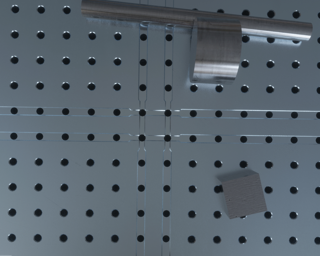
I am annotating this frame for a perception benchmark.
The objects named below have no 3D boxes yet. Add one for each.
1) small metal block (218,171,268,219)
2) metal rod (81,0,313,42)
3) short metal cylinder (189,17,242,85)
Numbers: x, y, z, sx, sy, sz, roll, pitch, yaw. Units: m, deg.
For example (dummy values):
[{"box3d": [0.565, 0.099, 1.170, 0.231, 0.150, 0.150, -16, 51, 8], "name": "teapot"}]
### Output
[{"box3d": [0.110, 0.089, 0.415, 0.050, 0.025, 0.050, -13, 90, -1], "name": "small metal block"}, {"box3d": [0.049, -0.144, 0.413, 0.302, 0.025, 0.025, 6, 90, -1], "name": "metal rod"}, {"box3d": [0.066, -0.095, 0.387, 0.050, 0.080, 0.079, 3, 90, -1], "name": "short metal cylinder"}]
